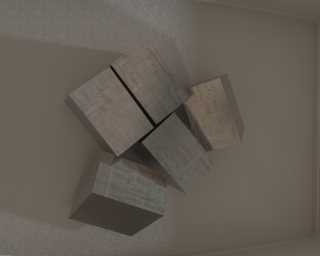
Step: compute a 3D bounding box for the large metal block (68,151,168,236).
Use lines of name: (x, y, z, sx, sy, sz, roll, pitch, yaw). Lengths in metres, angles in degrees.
large metal block: (-0.048, 0.079, 0.356, 0.080, 0.080, 0.050, 23, 48, -19)

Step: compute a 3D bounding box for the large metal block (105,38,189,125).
large metal block: (-0.023, -0.051, 0.372, 0.050, 0.080, 0.080, -41, 103, -16)

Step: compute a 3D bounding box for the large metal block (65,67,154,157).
large metal block: (-0.062, -0.017, 0.358, 0.050, 0.080, 0.080, -39, 103, -16)

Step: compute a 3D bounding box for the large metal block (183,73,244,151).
large metal block: (0.071, -0.022, 0.400, 0.050, 0.080, 0.080, -17, 98, 21)

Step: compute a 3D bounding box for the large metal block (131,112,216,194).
large metal block: (0.009, 0.028, 0.384, 0.050, 0.080, 0.080, -44, 104, -15)
